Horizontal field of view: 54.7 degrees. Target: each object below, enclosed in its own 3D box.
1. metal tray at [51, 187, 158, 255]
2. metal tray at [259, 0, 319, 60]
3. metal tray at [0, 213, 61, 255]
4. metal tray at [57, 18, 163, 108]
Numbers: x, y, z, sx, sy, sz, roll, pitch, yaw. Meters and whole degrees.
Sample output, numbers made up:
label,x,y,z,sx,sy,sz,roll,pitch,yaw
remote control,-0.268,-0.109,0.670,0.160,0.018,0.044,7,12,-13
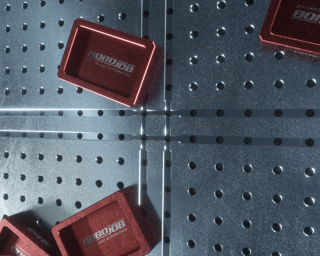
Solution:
label,x,y,z,sx,sy,sz,roll,pitch,yaw
metal tray,-0.080,0.152,0.436,0.130,0.030,0.090,-31,80,17
metal tray,0.189,-0.123,0.343,0.130,0.030,0.089,20,96,18
metal tray,-0.205,0.206,0.480,0.130,0.030,0.090,31,100,17
metal tray,-0.072,-0.091,0.434,0.130,0.030,0.089,22,97,18
